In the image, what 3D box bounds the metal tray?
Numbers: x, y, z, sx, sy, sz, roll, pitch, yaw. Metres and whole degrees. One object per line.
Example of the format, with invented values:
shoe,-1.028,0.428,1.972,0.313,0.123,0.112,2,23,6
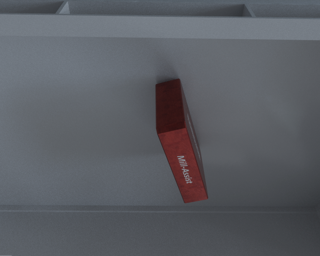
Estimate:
metal tray,0.027,0.018,0.378,0.030,0.090,0.130,-13,129,9
